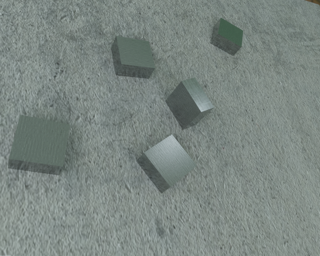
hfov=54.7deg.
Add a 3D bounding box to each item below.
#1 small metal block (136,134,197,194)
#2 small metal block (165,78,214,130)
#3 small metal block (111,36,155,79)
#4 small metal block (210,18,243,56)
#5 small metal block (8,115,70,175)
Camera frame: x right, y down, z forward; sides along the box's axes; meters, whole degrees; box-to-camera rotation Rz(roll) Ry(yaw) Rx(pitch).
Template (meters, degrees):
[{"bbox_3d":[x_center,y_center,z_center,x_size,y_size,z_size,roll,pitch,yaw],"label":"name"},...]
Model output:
[{"bbox_3d":[0.008,0.043,0.381,0.050,0.025,0.050,-32,80,-38],"label":"small metal block"},{"bbox_3d":[0.040,-0.033,0.429,0.025,0.050,0.050,-20,73,-36],"label":"small metal block"},{"bbox_3d":[-0.039,-0.101,0.444,0.050,0.025,0.050,2,61,-28],"label":"small metal block"},{"bbox_3d":[0.124,-0.169,0.573,0.050,0.025,0.050,25,53,-13],"label":"small metal block"},{"bbox_3d":[-0.126,0.018,0.325,0.050,0.025,0.050,12,57,-22],"label":"small metal block"}]
